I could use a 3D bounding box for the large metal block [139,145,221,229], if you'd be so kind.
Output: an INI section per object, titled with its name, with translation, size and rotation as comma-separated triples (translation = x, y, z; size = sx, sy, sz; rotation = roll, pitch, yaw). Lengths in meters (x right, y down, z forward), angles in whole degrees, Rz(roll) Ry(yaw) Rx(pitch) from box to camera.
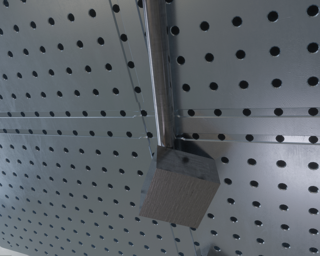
[large metal block]
translation = 0.023, 0.078, 0.407
size = 0.081, 0.050, 0.079
rotation = 15, 119, -8

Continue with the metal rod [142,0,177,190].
[metal rod]
translation = 0.006, -0.013, 0.399
size = 0.025, 0.025, 0.298
rotation = 8, 122, 24

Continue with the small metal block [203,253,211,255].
[small metal block]
translation = 0.082, 0.244, 0.519
size = 0.050, 0.025, 0.050
rotation = 39, 129, 1
